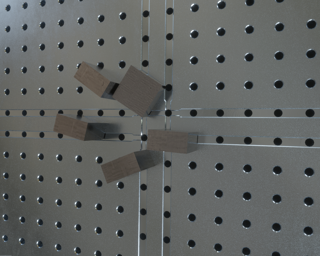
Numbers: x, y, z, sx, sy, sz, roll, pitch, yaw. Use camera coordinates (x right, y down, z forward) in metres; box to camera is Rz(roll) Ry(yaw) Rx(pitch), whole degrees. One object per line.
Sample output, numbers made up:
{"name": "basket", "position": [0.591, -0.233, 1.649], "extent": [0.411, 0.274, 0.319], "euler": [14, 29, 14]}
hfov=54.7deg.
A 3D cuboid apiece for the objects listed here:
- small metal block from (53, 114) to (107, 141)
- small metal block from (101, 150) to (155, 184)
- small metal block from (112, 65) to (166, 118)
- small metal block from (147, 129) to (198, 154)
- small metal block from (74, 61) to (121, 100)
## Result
{"name": "small metal block", "position": [-0.112, -0.001, 0.437], "extent": [0.050, 0.050, 0.025], "euler": [16, 95, 19]}
{"name": "small metal block", "position": [-0.042, 0.050, 0.413], "extent": [0.050, 0.050, 0.025], "euler": [-23, 83, 18]}
{"name": "small metal block", "position": [-0.028, -0.049, 0.418], "extent": [0.050, 0.025, 0.050], "euler": [34, 101, 8]}
{"name": "small metal block", "position": [0.017, 0.016, 0.393], "extent": [0.050, 0.050, 0.025], "euler": [4, 92, 19]}
{"name": "small metal block", "position": [-0.080, -0.064, 0.426], "extent": [0.050, 0.050, 0.025], "euler": [37, 102, 16]}
